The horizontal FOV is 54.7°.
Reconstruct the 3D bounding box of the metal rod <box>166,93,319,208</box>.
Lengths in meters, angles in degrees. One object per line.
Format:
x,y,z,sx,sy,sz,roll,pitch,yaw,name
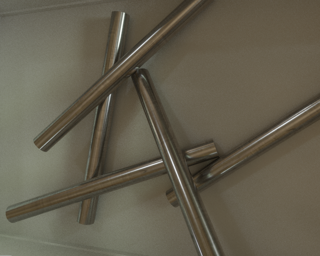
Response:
0.132,0.009,0.363,0.300,0.025,0.025,-36,79,16,metal rod

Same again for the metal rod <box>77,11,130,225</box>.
-0.081,-0.011,0.439,0.025,0.025,0.298,12,94,19,metal rod

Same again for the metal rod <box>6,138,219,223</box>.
-0.070,0.073,0.413,0.301,0.025,0.025,-19,84,10,metal rod

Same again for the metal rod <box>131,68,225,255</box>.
0.021,0.050,0.350,0.025,0.025,0.299,-31,60,17,metal rod

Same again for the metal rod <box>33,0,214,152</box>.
-0.050,-0.075,0.406,0.300,0.025,0.025,-41,77,7,metal rod
